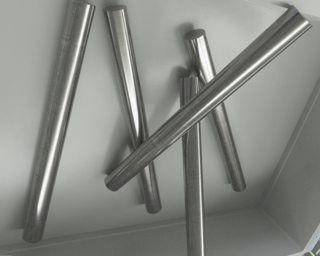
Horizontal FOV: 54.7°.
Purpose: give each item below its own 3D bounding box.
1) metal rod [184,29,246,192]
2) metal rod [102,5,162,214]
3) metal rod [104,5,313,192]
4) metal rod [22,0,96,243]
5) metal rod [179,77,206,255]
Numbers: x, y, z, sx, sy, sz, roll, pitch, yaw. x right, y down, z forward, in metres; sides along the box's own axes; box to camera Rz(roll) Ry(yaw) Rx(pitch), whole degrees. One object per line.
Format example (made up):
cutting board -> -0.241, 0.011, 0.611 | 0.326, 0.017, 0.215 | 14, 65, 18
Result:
metal rod -> 0.090, -0.003, 0.455 | 0.025, 0.025, 0.299 | -31, 129, -8
metal rod -> -0.027, 0.002, 0.394 | 0.025, 0.025, 0.298 | -20, 126, -17
metal rod -> 0.028, -0.010, 0.342 | 0.025, 0.025, 0.299 | 20, 132, -36
metal rod -> -0.120, 0.011, 0.349 | 0.025, 0.025, 0.298 | 6, 116, -31
metal rod -> 0.044, 0.085, 0.405 | 0.025, 0.025, 0.298 | -6, 96, -26
